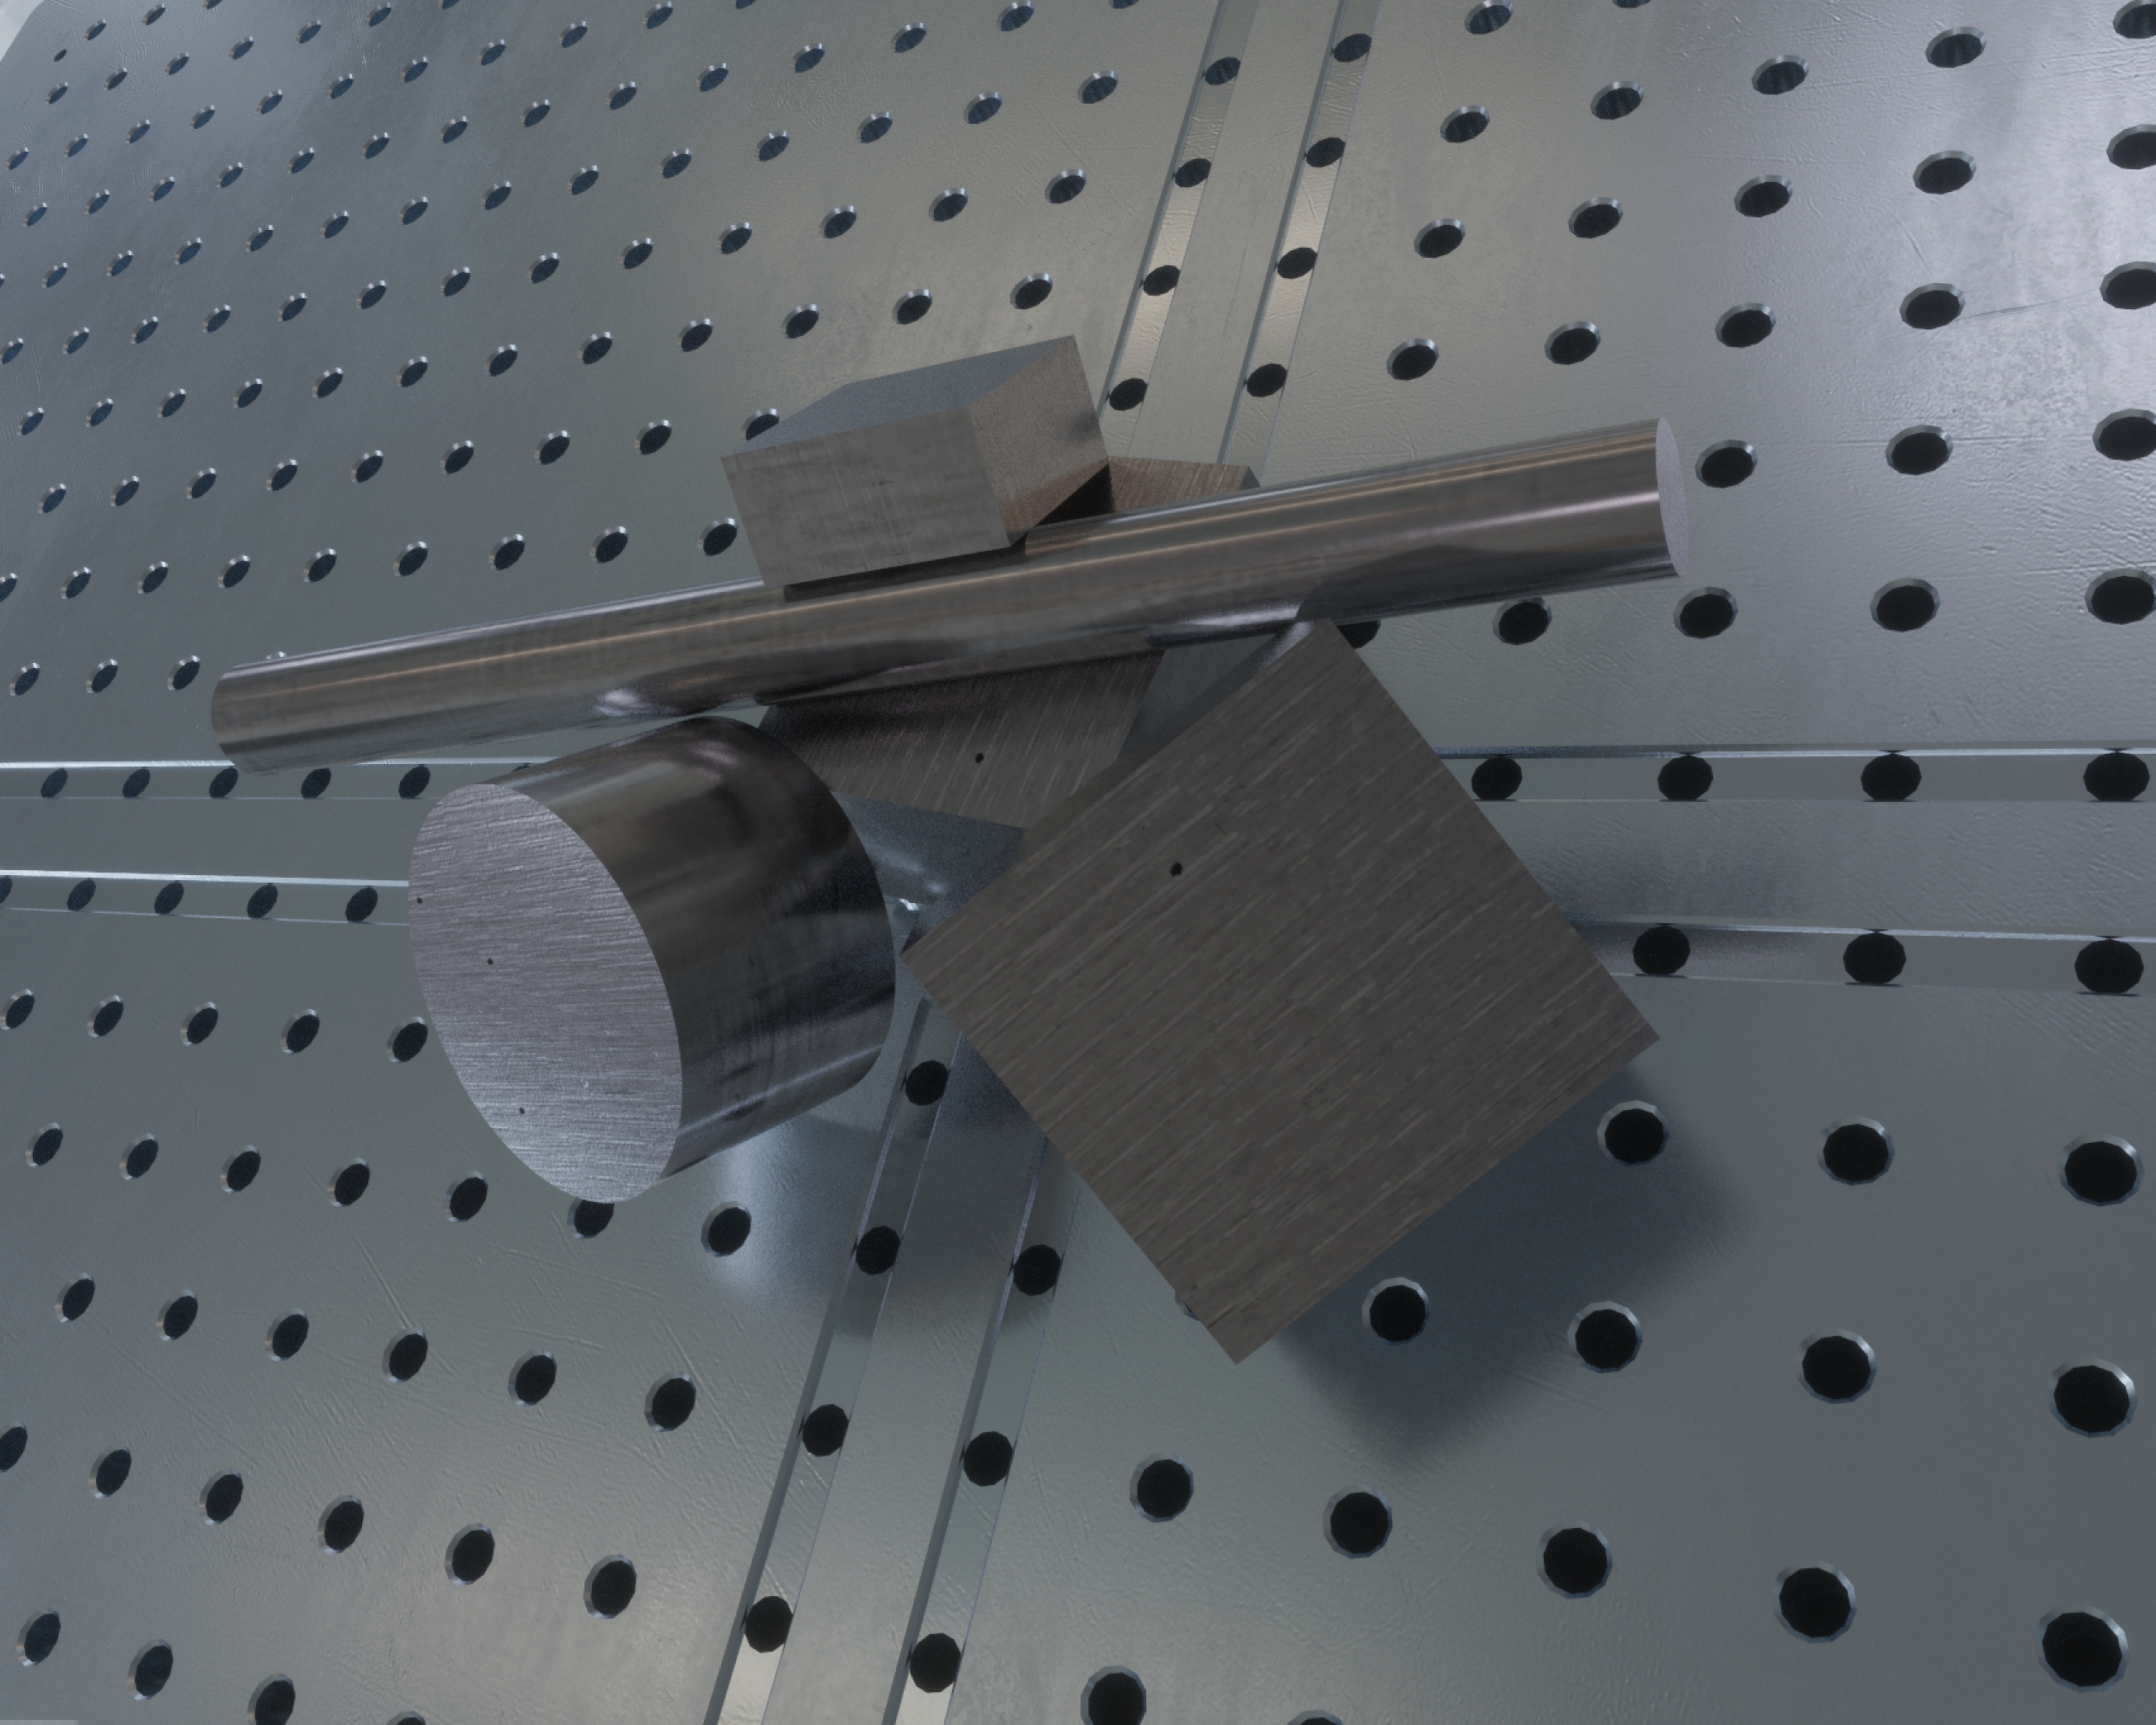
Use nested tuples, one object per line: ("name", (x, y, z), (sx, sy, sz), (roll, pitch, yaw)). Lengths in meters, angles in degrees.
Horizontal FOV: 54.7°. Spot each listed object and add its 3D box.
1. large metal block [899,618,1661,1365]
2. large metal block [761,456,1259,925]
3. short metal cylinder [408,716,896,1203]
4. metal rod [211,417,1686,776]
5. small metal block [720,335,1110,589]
("large metal block", (0.030, 0.018, 0.334), (0.080, 0.050, 0.080), (-39, 95, 2))
("large metal block", (-0.007, -0.033, 0.411), (0.080, 0.050, 0.080), (12, 67, 33))
("short metal cylinder", (-0.081, 0.017, 0.392), (0.080, 0.079, 0.050), (21, 30, 36))
("metal rod", (-0.043, -0.044, 0.389), (0.300, 0.025, 0.025), (-5, 59, 25))
("small metal block", (-0.029, -0.074, 0.385), (0.050, 0.025, 0.050), (-6, 24, 25))
